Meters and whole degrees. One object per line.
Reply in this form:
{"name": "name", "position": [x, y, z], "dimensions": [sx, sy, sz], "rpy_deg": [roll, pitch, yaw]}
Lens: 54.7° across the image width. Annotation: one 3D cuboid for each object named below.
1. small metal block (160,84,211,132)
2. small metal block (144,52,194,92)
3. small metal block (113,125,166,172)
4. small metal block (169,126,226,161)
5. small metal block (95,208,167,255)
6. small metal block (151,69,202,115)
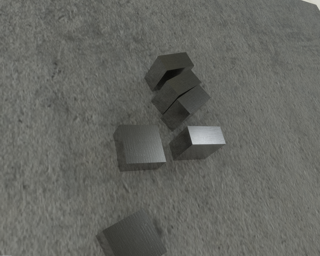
{"name": "small metal block", "position": [0.035, -0.027, 0.425], "dimensions": [0.025, 0.050, 0.050], "rpy_deg": [49, 51, 5]}
{"name": "small metal block", "position": [0.013, -0.081, 0.446], "dimensions": [0.050, 0.050, 0.025], "rpy_deg": [-17, 71, -35]}
{"name": "small metal block", "position": [-0.025, 0.024, 0.377], "dimensions": [0.050, 0.025, 0.050], "rpy_deg": [1, 61, -28]}
{"name": "small metal block", "position": [0.048, 0.020, 0.403], "dimensions": [0.050, 0.050, 0.025], "rpy_deg": [1, 62, -28]}
{"name": "small metal block", "position": [-0.029, 0.118, 0.317], "dimensions": [0.050, 0.025, 0.050], "rpy_deg": [-21, 73, -36]}
{"name": "small metal block", "position": [0.023, -0.050, 0.432], "dimensions": [0.050, 0.050, 0.025], "rpy_deg": [-33, 80, -38]}
